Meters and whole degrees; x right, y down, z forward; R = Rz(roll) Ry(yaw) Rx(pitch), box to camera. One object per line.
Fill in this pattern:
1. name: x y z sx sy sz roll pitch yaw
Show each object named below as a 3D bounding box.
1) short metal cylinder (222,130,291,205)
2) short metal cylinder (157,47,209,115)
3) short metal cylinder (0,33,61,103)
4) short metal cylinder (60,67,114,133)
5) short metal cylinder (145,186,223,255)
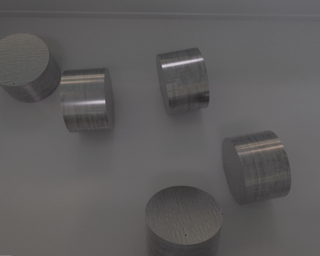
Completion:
1. short metal cylinder: 0.110 0.046 0.364 0.050 0.080 0.080 -10 71 -4
2. short metal cylinder: 0.028 -0.060 0.402 0.050 0.080 0.080 -11 71 -4
3. short metal cylinder: -0.184 -0.081 0.425 0.081 0.050 0.080 0 70 0
4. short metal cylinder: -0.089 -0.035 0.393 0.050 0.080 0.080 -4 70 -1
5. short metal cylinder: 0.025 0.109 0.336 0.081 0.050 0.080 1 32 0
